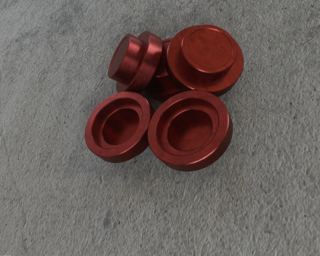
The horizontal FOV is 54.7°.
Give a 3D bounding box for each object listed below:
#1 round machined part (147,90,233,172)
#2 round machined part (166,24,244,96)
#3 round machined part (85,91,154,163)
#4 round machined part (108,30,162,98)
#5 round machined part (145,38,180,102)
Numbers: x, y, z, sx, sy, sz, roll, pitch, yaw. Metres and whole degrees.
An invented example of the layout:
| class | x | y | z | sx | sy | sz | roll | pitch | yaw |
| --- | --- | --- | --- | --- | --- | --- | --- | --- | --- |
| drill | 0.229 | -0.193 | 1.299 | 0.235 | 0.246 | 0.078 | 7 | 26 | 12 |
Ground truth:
| class | x | y | z | sx | sy | sz | roll | pitch | yaw |
| --- | --- | --- | --- | --- | --- | --- | --- | --- | --- |
| round machined part | 0.038 | 0.007 | 0.369 | 0.098 | 0.042 | 0.098 | -13 | 56 | 20 |
| round machined part | 0.058 | -0.090 | 0.390 | 0.099 | 0.042 | 0.098 | 2 | 71 | -5 |
| round machined part | -0.048 | 0.002 | 0.417 | 0.098 | 0.042 | 0.098 | -13 | 56 | 20 |
| round machined part | -0.041 | -0.094 | 0.442 | 0.098 | 0.042 | 0.098 | -44 | 33 | 40 |
| round machined part | 0.015 | -0.088 | 0.438 | 0.098 | 0.042 | 0.098 | -13 | 56 | 20 |
